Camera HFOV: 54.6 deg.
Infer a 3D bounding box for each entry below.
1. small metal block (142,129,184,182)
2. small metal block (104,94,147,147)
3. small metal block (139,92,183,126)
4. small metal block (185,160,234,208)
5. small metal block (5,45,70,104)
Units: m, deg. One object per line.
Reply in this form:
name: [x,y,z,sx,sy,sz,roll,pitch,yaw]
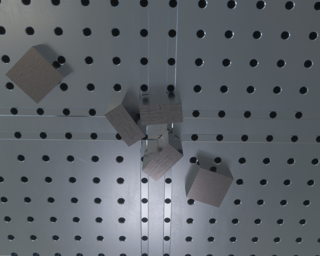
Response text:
small metal block: [0.003,0.036,0.413,0.025,0.050,0.050,41,105,-13]
small metal block: [-0.042,-0.011,0.396,0.025,0.050,0.050,-32,107,11]
small metal block: [0.001,-0.025,0.391,0.050,0.050,0.025,-5,110,2]
small metal block: [0.069,0.080,0.443,0.050,0.025,0.050,19,109,-7]
small metal block: [-0.152,-0.067,0.387,0.050,0.025,0.050,-40,105,13]
